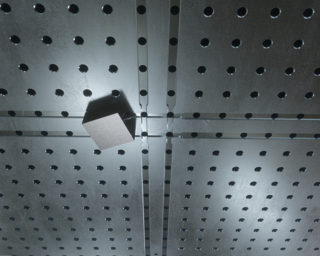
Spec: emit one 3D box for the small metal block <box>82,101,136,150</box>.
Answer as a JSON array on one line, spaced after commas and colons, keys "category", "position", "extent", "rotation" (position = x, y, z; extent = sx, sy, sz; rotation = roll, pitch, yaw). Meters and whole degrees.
[{"category": "small metal block", "position": [-0.066, -0.002, 0.409], "extent": [0.050, 0.025, 0.050], "rotation": [-16, 128, 13]}]
